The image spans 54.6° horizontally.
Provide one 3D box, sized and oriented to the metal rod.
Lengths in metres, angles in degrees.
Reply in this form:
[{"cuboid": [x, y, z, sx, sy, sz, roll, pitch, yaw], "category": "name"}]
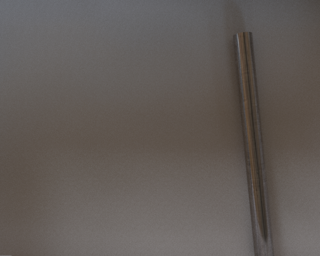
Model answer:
[{"cuboid": [0.124, 0.025, 0.412, 0.025, 0.025, 0.298, -6, 90, 0], "category": "metal rod"}]
